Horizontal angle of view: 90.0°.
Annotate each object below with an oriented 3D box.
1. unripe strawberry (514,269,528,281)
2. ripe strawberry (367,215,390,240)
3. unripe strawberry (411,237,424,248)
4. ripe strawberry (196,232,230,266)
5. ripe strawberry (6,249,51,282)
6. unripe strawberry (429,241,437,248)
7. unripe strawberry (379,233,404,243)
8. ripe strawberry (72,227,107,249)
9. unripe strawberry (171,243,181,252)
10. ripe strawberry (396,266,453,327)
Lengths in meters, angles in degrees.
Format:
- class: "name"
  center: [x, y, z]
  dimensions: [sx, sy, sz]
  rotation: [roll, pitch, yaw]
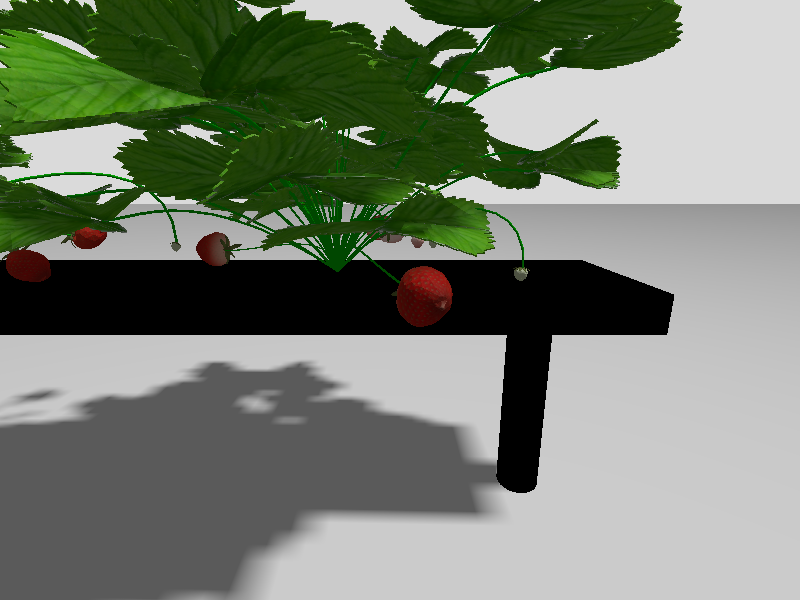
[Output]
- class: "unripe strawberry"
  center: [0.088, -0.019, 0.294]
  dimensions: [0.010, 0.010, 0.009]
  rotation: [6, 16, 22]
- class: "ripe strawberry"
  center: [-0.027, -0.105, 0.578]
  dimensions: [0.042, 0.036, 0.042]
  rotation: [2, 15, 7]
- class: "unripe strawberry"
  center: [0.022, -0.072, 0.496]
  dimensions: [0.016, 0.016, 0.014]
  rotation: [8, 17, 27]
- class: "ripe strawberry"
  center: [-0.176, -0.048, 0.379]
  dimensions: [0.030, 0.032, 0.028]
  rotation: [3, 15, 13]
- class: "ripe strawberry"
  center: [-0.288, -0.026, 0.312]
  dimensions: [0.027, 0.023, 0.027]
  rotation: [42, 18, -2]
- class: "unripe strawberry"
  center: [0.040, -0.069, 0.487]
  dimensions: [0.011, 0.011, 0.010]
  rotation: [10, 18, 33]
- class: "unripe strawberry"
  center: [-0.011, -0.094, 0.544]
  dimensions: [0.038, 0.032, 0.038]
  rotation: [3, 9, 12]
- class: "ripe strawberry"
  center: [-0.382, -0.083, 0.492]
  dimensions: [0.034, 0.039, 0.037]
  rotation: [12, 19, 38]
- class: "unripe strawberry"
  center: [-0.259, -0.061, 0.463]
  dimensions: [0.010, 0.010, 0.011]
  rotation: [-7, 17, -24]
- class: "ripe strawberry"
  center: [0.015, -0.001, 0.210]
  dimensions: [0.030, 0.032, 0.033]
  rotation: [-7, 17, -24]
